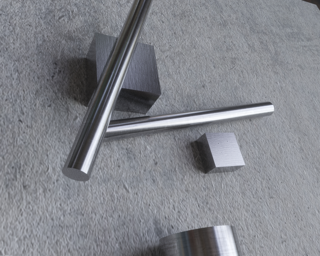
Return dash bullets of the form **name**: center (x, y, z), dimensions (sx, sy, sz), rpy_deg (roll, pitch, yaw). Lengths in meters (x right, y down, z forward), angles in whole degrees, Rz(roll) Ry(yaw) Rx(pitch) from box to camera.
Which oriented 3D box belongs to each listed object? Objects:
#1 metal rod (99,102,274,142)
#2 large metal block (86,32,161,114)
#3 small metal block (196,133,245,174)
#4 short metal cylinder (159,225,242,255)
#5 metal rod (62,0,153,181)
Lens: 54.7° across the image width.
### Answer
- **metal rod**: center (0.056, -0.014, 0.444), dimensions (0.303, 0.025, 0.025), rpy_deg (-8, 66, -32)
- **large metal block**: center (-0.050, -0.069, 0.404), dimensions (0.081, 0.050, 0.080), rpy_deg (6, 59, -26)
- **small metal block**: center (0.083, 0.034, 0.430), dimensions (0.050, 0.025, 0.050), rpy_deg (0, 62, -28)
- **short metal cylinder**: center (0.042, 0.133, 0.312), dimensions (0.081, 0.080, 0.050), rpy_deg (5, 60, -26)
- **metal rod**: center (-0.047, -0.077, 0.362), dimensions (0.025, 0.025, 0.300), rpy_deg (24, 53, -14)
